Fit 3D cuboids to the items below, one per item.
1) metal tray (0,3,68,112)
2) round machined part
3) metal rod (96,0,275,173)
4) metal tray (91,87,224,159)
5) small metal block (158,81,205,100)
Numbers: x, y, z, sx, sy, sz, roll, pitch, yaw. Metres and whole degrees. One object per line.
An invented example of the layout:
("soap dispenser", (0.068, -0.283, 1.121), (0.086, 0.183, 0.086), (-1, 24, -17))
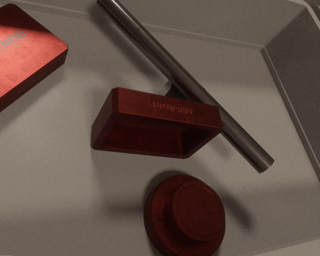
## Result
("metal tray", (-0.182, -0.081, 0.354), (0.090, 0.030, 0.130), (38, 51, -3))
("round machined part", (0.035, 0.099, 0.354), (0.099, 0.042, 0.098), (14, 56, -21))
("metal rod", (0.029, -0.061, 0.395), (0.300, 0.025, 0.025), (46, 51, 4))
("metal tray", (-0.005, 0.000, 0.362), (0.131, 0.090, 0.030), (8, 58, -24))
("small metal block", (0.028, -0.041, 0.432), (0.050, 0.050, 0.025), (21, 54, -16))
